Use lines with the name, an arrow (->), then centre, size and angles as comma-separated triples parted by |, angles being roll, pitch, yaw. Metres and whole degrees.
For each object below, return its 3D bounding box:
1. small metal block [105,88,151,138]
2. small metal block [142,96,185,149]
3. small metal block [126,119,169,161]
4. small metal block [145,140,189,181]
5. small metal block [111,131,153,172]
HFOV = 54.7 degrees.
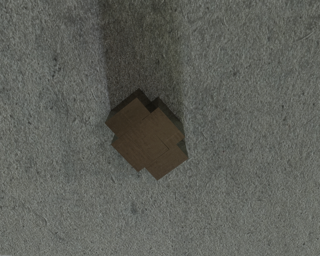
small metal block -> -0.038, -0.020, 0.389 | 0.050, 0.050, 0.025 | -37, 106, 12
small metal block -> 0.005, -0.008, 0.394 | 0.025, 0.050, 0.050 | -39, 106, 13
small metal block -> -0.015, 0.007, 0.399 | 0.025, 0.050, 0.050 | -38, 106, 12
small metal block -> 0.008, 0.035, 0.410 | 0.050, 0.050, 0.025 | -37, 106, 12
small metal block -> -0.034, 0.022, 0.405 | 0.025, 0.050, 0.050 | -38, 106, 12
